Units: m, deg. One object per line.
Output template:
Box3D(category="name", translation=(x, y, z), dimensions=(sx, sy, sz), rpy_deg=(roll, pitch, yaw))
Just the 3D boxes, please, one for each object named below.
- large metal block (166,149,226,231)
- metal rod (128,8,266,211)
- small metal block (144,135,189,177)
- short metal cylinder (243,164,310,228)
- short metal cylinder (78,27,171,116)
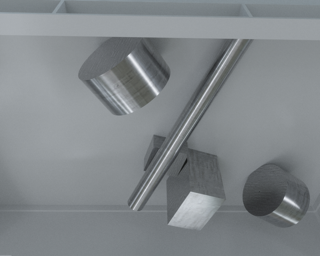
Box3D(category="large metal block", translation=(0.048, 0.089, 0.450), dimensions=(0.050, 0.080, 0.079), rpy_deg=(16, 128, -13))
Box3D(category="metal rod", translation=(0.030, -0.002, 0.383), dimensions=(0.025, 0.025, 0.298), rpy_deg=(21, 120, -17))
Box3D(category="small metal block", translation=(0.008, 0.041, 0.444), dimensions=(0.050, 0.025, 0.050), rpy_deg=(13, 129, -11))
Box3D(category="short metal cylinder", translation=(0.171, 0.101, 0.462), dimensions=(0.050, 0.080, 0.080), rpy_deg=(29, 124, -23))
Box3D(category="short metal cylinder", translation=(-0.037, -0.059, 0.322), dimensions=(0.080, 0.080, 0.050), rpy_deg=(-25, 126, 19))
